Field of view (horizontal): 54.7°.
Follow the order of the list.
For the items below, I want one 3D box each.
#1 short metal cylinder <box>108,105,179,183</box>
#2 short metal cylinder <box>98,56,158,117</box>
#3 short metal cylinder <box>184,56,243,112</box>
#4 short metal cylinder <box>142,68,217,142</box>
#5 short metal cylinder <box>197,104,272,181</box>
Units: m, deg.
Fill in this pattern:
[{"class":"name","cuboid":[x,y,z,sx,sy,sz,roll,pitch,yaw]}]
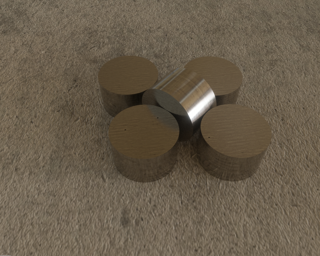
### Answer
[{"class":"short metal cylinder","cuboid":[-0.018,0.018,0.372,0.081,0.050,0.080,0,50,0]},{"class":"short metal cylinder","cuboid":[-0.043,-0.057,0.434,0.081,0.050,0.080,0,50,0]},{"class":"short metal cylinder","cuboid":[0.070,-0.055,0.434,0.081,0.050,0.080,0,50,0]},{"class":"short metal cylinder","cuboid":[0.024,-0.029,0.394,0.080,0.080,0.050,32,57,24]},{"class":"short metal cylinder","cuboid":[0.087,0.017,0.374,0.081,0.050,0.080,0,50,0]}]
